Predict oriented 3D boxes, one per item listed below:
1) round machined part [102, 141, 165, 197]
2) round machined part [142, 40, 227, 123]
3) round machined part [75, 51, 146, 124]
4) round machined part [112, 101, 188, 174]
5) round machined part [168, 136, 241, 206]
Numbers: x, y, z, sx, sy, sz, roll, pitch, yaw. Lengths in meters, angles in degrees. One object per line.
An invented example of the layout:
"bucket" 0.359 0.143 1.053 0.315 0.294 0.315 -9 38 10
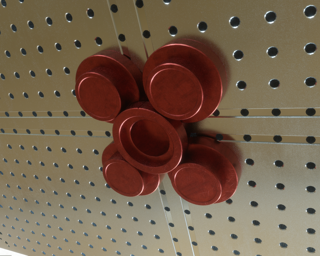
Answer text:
"round machined part" -0.046 0.064 0.462 0.098 0.042 0.097 13 124 20
"round machined part" 0.023 -0.048 0.357 0.098 0.042 0.097 13 124 20
"round machined part" -0.071 -0.047 0.406 0.098 0.042 0.097 13 124 20
"round machined part" -0.009 0.009 0.407 0.098 0.042 0.097 13 124 20
"round machined part" 0.053 0.063 0.409 0.098 0.042 0.097 13 124 20
